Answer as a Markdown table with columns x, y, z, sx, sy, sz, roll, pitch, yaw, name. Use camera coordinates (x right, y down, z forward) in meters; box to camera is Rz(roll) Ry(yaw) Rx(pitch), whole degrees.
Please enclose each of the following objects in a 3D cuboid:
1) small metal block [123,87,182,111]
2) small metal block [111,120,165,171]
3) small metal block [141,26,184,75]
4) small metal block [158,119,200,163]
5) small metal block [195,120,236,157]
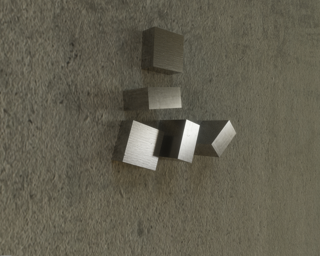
| x | y | z | sx | sy | sz | roll | pitch | yaw | name |
| --- | --- | --- | --- | --- | --- | --- | --- | --- | --- |
| -0.010 | -0.035 | 0.380 | 0.050 | 0.050 | 0.025 | -6 | 94 | -40 | small metal block |
| -0.026 | 0.022 | 0.382 | 0.050 | 0.025 | 0.050 | 22 | 76 | -38 | small metal block |
| 0.004 | -0.100 | 0.407 | 0.050 | 0.025 | 0.050 | 3 | 88 | -40 | small metal block |
| 0.020 | 0.017 | 0.405 | 0.025 | 0.050 | 0.050 | 22 | 76 | -38 | small metal block |
| 0.074 | 0.014 | 0.450 | 0.050 | 0.050 | 0.025 | -49 | 119 | -29 | small metal block |
